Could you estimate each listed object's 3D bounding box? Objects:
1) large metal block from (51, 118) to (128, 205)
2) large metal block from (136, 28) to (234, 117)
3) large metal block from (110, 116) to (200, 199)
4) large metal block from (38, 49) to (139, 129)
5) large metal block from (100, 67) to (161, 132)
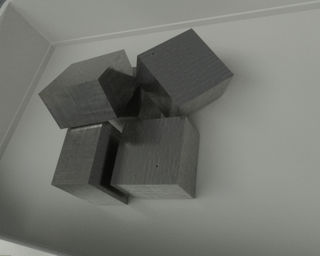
[{"bbox_3d":[-0.076,0.044,0.380,0.050,0.080,0.080,-6,59,25],"label":"large metal block"},{"bbox_3d":[0.027,-0.062,0.378,0.080,0.050,0.080,-32,73,-19],"label":"large metal block"},{"bbox_3d":[-0.003,0.036,0.363,0.080,0.050,0.080,-5,59,25],"label":"large metal block"},{"bbox_3d":[-0.081,-0.047,0.374,0.080,0.050,0.080,-9,33,23],"label":"large metal block"},{"bbox_3d":[-0.044,-0.037,0.432,0.080,0.050,0.080,-1,61,27],"label":"large metal block"}]
